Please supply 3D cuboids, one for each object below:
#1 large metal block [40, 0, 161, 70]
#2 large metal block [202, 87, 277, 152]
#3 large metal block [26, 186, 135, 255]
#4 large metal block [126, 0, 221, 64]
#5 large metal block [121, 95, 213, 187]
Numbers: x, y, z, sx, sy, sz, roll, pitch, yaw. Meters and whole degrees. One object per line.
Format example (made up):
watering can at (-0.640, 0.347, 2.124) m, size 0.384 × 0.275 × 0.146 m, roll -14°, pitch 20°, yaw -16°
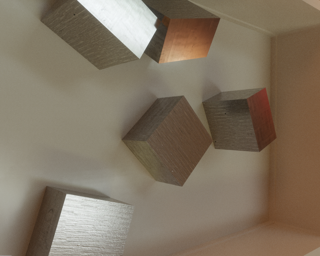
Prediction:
large metal block at (-0.061, -0.110, 0.319) m, size 0.080 × 0.080 × 0.050 m, roll 39°, pitch 67°, yaw -33°
large metal block at (0.120, -0.012, 0.471) m, size 0.050 × 0.080 × 0.080 m, roll -29°, pitch 108°, yaw -36°
large metal block at (-0.082, 0.110, 0.322) m, size 0.080 × 0.050 × 0.080 m, roll 22°, pitch 76°, yaw -38°
large metal block at (0.009, -0.122, 0.369) m, size 0.081 × 0.080 × 0.050 m, roll -18°, pitch 138°, yaw -39°
large metal block at (0.012, 0.016, 0.400) m, size 0.080 × 0.050 × 0.080 m, roll -51°, pitch 120°, yaw -28°
